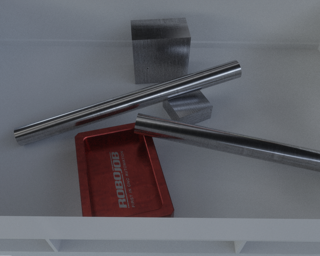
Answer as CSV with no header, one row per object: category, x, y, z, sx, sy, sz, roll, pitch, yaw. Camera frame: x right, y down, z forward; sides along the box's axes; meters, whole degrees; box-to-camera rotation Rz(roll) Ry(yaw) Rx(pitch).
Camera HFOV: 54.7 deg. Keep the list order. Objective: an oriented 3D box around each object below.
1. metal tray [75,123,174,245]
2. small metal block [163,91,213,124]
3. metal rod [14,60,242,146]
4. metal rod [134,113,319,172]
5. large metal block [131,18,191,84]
metal tray,-0.044,0.056,0.354,0.091,0.030,0.130,-11,51,-10
small metal block,0.037,-0.030,0.431,0.050,0.025,0.050,-20,53,-17
metal rod,-0.037,-0.035,0.409,0.302,0.025,0.025,-18,52,-6
metal rod,0.120,0.025,0.364,0.302,0.025,0.025,12,51,1
large metal block,0.000,-0.115,0.466,0.081,0.080,0.050,-4,50,-4
